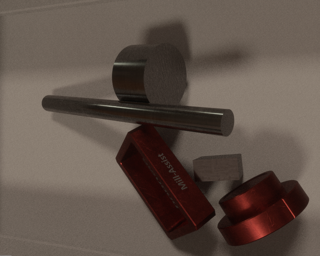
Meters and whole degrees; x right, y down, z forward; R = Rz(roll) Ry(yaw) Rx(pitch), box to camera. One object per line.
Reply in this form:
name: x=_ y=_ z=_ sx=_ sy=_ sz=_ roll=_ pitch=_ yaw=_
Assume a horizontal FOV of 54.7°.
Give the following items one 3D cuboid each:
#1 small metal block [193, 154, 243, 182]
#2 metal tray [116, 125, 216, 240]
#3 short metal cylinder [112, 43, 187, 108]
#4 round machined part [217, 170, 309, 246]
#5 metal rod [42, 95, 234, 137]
small metal block: x=0.071 y=0.047 z=0.372 sx=0.050 sy=0.050 sz=0.025 roll=-6 pitch=88 yaw=19
metal tray: x=0.000 y=0.067 z=0.377 sx=0.130 sy=0.030 sz=0.090 roll=54 pitch=150 yaw=12
short metal cylinder: x=-0.011 y=-0.062 z=0.378 sx=0.050 sy=0.081 sz=0.079 roll=9 pitch=93 yaw=39
round machined part: x=0.104 y=0.081 z=0.335 sx=0.098 sy=0.098 sz=0.042 roll=-34 pitch=80 yaw=16
metal rod: x=-0.053 y=-0.021 z=0.374 sx=0.300 sy=0.025 sz=0.025 roll=8 pitch=93 yaw=40
